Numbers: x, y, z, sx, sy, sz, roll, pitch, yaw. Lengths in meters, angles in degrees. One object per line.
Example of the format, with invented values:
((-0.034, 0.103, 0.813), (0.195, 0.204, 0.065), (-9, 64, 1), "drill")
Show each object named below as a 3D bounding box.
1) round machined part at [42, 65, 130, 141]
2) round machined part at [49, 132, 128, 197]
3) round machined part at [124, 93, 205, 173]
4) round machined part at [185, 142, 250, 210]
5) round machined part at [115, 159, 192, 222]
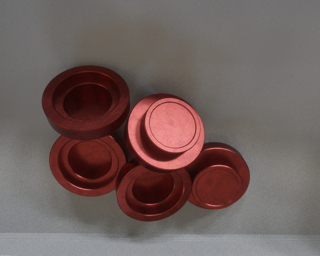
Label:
((-0.085, -0.026, 0.371), (0.099, 0.098, 0.042), (3, 146, -2), "round machined part")
((-0.091, 0.039, 0.413), (0.099, 0.042, 0.097), (0, 110, -1), "round machined part")
((0.009, 0.002, 0.372), (0.099, 0.042, 0.098), (6, 70, -16), "round machined part")
((0.076, 0.072, 0.428), (0.099, 0.042, 0.097), (0, 110, -1), "round machined part")
((-0.011, 0.074, 0.415), (0.099, 0.042, 0.097), (-6, 117, -12), "round machined part")
